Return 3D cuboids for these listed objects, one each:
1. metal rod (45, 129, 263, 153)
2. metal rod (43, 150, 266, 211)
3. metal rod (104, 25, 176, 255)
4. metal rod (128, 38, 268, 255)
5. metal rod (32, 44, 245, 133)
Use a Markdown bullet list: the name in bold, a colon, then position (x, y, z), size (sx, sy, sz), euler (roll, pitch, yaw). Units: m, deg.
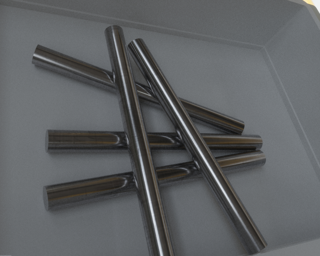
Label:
- **metal rod**: position (0.013, 0.018, 0.401), size (0.303, 0.025, 0.025), euler (2, 61, -28)
- **metal rod**: position (0.017, 0.057, 0.380), size (0.303, 0.025, 0.025), euler (-5, 65, -31)
- **metal rod**: position (-0.028, 0.002, 0.355), size (0.025, 0.025, 0.299), euler (0, 62, -29)
- **metal rod**: position (0.038, 0.011, 0.387), size (0.025, 0.025, 0.299), euler (-19, 72, -36)
- **metal rod**: position (-0.016, -0.045, 0.423), size (0.302, 0.025, 0.025), euler (18, 55, -18)
